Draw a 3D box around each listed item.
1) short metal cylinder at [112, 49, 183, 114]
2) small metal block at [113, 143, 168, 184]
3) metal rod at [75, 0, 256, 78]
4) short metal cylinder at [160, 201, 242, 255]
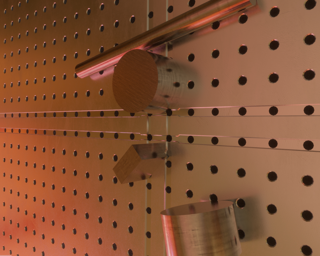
[{"bbox_3d":[-0.017,-0.059,0.407,0.080,0.050,0.080,0,90,40],"label":"short metal cylinder"},{"bbox_3d":[-0.027,0.047,0.415,0.050,0.050,0.025,-51,60,28],"label":"small metal block"},{"bbox_3d":[-0.017,-0.119,0.423,0.300,0.025,0.025,-12,83,39],"label":"metal rod"},{"bbox_3d":[0.044,0.112,0.337,0.080,0.081,0.050,-14,81,39],"label":"short metal cylinder"}]
